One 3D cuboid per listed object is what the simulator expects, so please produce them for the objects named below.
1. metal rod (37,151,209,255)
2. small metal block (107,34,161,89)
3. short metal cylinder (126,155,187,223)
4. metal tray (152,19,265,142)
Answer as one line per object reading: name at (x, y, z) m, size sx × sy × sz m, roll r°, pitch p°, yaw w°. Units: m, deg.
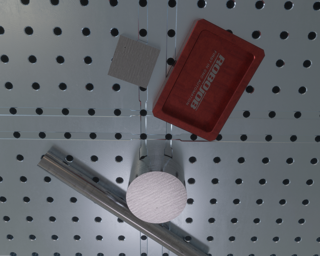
metal rod at (-0.044, 0.129, 0.460) m, size 0.301 × 0.025 × 0.025 m, roll 37°, pitch 106°, yaw -13°
small metal block at (-0.031, -0.083, 0.383) m, size 0.050 × 0.025 × 0.050 m, roll 19°, pitch 109°, yaw -7°
short metal cylinder at (-0.004, 0.084, 0.431) m, size 0.081 × 0.050 × 0.079 m, roll 0°, pitch 110°, yaw 0°
metal tray at (0.057, -0.058, 0.389) m, size 0.090 × 0.030 × 0.129 m, roll 24°, pitch 108°, yaw -9°
